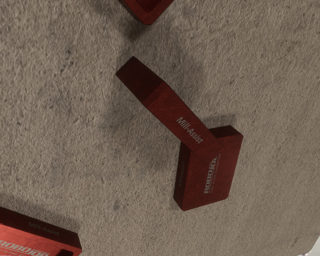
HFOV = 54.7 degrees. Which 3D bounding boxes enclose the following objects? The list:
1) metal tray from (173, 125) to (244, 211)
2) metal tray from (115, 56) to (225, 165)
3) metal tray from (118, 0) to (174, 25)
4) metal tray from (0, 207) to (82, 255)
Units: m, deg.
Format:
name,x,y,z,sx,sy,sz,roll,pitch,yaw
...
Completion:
name,x,y,z,sx,sy,sz,roll,pitch,yaw
metal tray,0.074,0.064,0.486,0.091,0.030,0.129,-9,123,-24
metal tray,0.013,-0.019,0.361,0.030,0.090,0.130,-45,130,3
metal tray,-0.026,-0.173,0.283,0.090,0.030,0.130,-47,130,4
metal tray,-0.181,0.164,0.406,0.090,0.030,0.130,-47,130,4
